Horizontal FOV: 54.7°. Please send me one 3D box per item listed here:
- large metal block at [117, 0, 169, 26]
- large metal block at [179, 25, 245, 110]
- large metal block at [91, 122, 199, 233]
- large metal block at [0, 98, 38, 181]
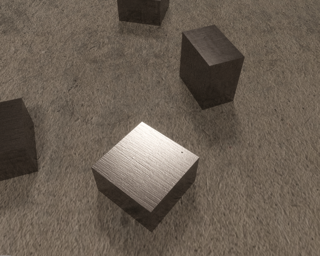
[{"bbox_3d":[-0.030,-0.244,0.591,0.080,0.050,0.080,10,51,8],"label":"large metal block"},{"bbox_3d":[0.069,-0.086,0.441,0.050,0.080,0.080,-17,52,-14],"label":"large metal block"},{"bbox_3d":[-0.015,0.052,0.344,0.080,0.050,0.080,32,57,23],"label":"large metal block"},{"bbox_3d":[-0.197,0.017,0.370,0.081,0.050,0.080,-14,52,-12],"label":"large metal block"}]
